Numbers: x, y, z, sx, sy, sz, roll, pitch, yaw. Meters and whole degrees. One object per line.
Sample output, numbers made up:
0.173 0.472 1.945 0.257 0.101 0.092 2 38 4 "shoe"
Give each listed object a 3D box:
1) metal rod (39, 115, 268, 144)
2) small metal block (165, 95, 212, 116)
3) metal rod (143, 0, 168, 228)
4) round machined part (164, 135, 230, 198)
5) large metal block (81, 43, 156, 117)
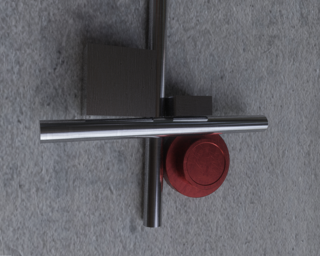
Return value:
0.011 -0.001 0.389 0.303 0.025 0.025 -2 91 -24 "metal rod"
0.035 -0.028 0.411 0.050 0.050 0.025 -2 91 -20 "small metal block"
-0.006 -0.022 0.409 0.025 0.025 0.298 2 89 -20 "metal rod"
0.054 0.047 0.421 0.099 0.042 0.097 0 90 -21 "round machined part"
-0.051 -0.053 0.378 0.081 0.050 0.079 1 90 -21 "large metal block"
